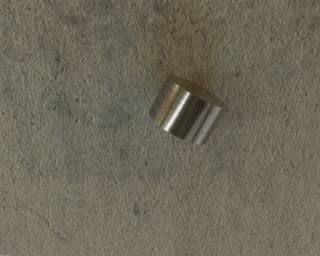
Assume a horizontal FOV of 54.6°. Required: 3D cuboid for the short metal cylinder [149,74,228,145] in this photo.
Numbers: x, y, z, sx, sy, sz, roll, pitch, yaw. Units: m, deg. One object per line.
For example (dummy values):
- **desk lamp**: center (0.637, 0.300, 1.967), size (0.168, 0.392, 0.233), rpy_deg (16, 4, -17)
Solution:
- **short metal cylinder**: center (0.033, -0.023, 0.372), size (0.080, 0.080, 0.050), rpy_deg (26, 108, -9)
